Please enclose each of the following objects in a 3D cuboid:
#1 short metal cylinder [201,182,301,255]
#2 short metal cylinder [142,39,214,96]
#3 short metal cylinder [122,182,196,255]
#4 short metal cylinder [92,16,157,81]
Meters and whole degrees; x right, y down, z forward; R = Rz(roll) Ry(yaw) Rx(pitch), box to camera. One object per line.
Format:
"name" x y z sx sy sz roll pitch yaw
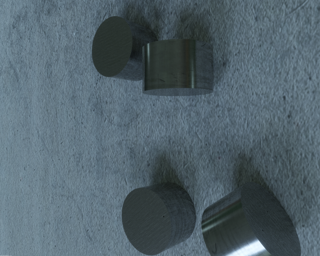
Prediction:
"short metal cylinder" 0.087 0.099 0.298 0.050 0.081 0.080 -43 64 32
"short metal cylinder" 0.020 -0.065 0.353 0.080 0.081 0.050 0 90 40
"short metal cylinder" -0.002 0.112 0.391 0.080 0.050 0.080 0 90 40
"short metal cylinder" -0.049 -0.108 0.429 0.080 0.050 0.080 0 90 40
